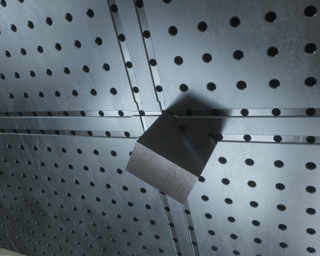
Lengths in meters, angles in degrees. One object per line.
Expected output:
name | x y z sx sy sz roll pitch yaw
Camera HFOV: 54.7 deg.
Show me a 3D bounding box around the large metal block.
large metal block | 0.017 0.034 0.386 0.080 0.080 0.050 30 128 9
